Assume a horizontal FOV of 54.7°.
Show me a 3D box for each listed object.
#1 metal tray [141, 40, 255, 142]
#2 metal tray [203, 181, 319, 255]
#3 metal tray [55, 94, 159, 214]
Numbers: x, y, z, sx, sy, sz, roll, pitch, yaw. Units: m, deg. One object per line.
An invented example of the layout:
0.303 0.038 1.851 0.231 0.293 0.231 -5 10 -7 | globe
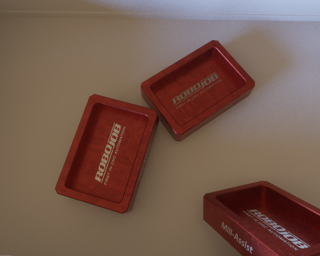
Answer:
0.051 -0.053 0.426 0.131 0.030 0.090 -33 74 -12 | metal tray
0.114 0.098 0.311 0.091 0.130 0.030 -7 105 -22 | metal tray
-0.062 0.031 0.386 0.090 0.030 0.130 15 76 7 | metal tray
